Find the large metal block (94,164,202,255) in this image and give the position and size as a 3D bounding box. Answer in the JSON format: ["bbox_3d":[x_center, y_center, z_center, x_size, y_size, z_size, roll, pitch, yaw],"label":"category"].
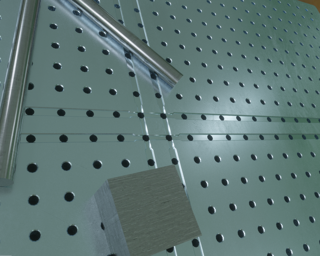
[{"bbox_3d":[-0.015,0.092,0.329,0.081,0.050,0.080,-8,66,-32],"label":"large metal block"}]

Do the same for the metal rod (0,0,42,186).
[{"bbox_3d":[-0.165,-0.079,0.367,0.025,0.025,0.299,9,58,-24],"label":"metal rod"}]

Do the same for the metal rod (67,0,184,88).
[{"bbox_3d":[-0.088,-0.165,0.462,0.300,0.025,0.025,39,51,-2],"label":"metal rod"}]
